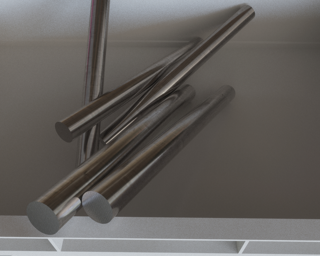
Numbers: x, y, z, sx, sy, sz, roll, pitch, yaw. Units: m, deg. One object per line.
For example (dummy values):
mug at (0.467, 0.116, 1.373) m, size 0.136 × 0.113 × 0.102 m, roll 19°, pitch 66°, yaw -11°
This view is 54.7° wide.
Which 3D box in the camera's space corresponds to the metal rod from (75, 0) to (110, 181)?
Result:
metal rod at (-0.083, -0.081, 0.397) m, size 0.025 × 0.025 × 0.299 m, roll 1°, pitch 74°, yaw 1°

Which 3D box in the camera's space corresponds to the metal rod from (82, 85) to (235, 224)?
metal rod at (0.028, 0.001, 0.327) m, size 0.025 × 0.025 × 0.302 m, roll 24°, pitch 30°, yaw 19°

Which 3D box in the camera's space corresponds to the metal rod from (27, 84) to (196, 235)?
metal rod at (-0.017, 0.002, 0.322) m, size 0.025 × 0.025 × 0.301 m, roll 19°, pitch 28°, yaw 15°

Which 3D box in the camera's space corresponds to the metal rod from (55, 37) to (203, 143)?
metal rod at (-0.017, -0.069, 0.422) m, size 0.025 × 0.025 × 0.302 m, roll 27°, pitch 43°, yaw 21°

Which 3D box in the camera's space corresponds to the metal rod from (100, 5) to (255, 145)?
metal rod at (0.033, -0.080, 0.433) m, size 0.025 × 0.025 × 0.301 m, roll 37°, pitch 70°, yaw 27°
